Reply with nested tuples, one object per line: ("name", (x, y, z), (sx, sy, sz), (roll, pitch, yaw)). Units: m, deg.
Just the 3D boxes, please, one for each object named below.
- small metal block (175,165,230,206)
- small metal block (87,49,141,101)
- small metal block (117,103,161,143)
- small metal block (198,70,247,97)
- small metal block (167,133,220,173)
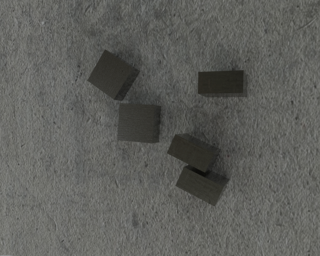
("small metal block", (0.053, 0.067, 0.377), (0.050, 0.050, 0.025), (25, 99, 18))
("small metal block", (-0.064, -0.073, 0.432), (0.050, 0.025, 0.050), (36, 101, 16))
("small metal block", (-0.028, -0.007, 0.419), (0.050, 0.025, 0.050), (4, 92, 20))
("small metal block", (0.076, -0.051, 0.369), (0.050, 0.050, 0.025), (1, 91, 20))
("small metal block", (0.043, 0.029, 0.380), (0.050, 0.050, 0.025), (26, 99, 18))
